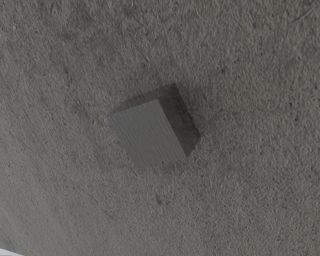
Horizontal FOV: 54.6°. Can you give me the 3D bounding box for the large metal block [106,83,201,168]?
[{"bbox_3d":[-0.007,-0.001,0.394,0.080,0.050,0.080,-15,111,34],"label":"large metal block"}]
